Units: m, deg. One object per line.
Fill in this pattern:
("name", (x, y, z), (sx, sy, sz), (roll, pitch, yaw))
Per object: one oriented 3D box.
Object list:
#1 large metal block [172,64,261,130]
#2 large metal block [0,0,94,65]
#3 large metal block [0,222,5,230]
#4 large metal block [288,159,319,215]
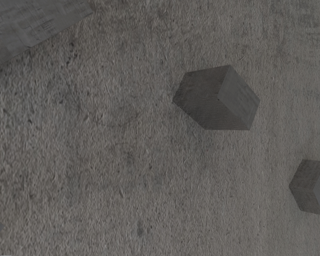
("large metal block", (0.079, -0.039, 0.435), (0.080, 0.080, 0.050), (38, 67, -34))
("large metal block", (-0.120, -0.096, 0.268), (0.080, 0.080, 0.050), (-44, 117, -31))
("large metal block", (-0.173, 0.084, 0.224), (0.050, 0.080, 0.080), (50, 61, -29))
("large metal block", (0.328, 0.126, 0.663), (0.080, 0.050, 0.080), (-49, 119, -29))
